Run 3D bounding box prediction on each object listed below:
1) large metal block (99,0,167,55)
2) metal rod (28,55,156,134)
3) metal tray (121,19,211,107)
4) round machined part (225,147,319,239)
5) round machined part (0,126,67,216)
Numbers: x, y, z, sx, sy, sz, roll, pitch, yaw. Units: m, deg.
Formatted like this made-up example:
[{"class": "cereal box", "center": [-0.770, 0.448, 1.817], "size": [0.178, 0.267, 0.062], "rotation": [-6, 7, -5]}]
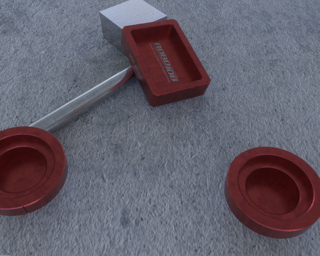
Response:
[{"class": "large metal block", "center": [-0.045, -0.174, 0.532], "size": [0.081, 0.050, 0.080], "rotation": [-32, 57, -24]}, {"class": "metal rod", "center": [-0.116, -0.027, 0.424], "size": [0.302, 0.025, 0.025], "rotation": [-37, 60, -27]}, {"class": "metal tray", "center": [0.006, -0.100, 0.459], "size": [0.091, 0.030, 0.130], "rotation": [-16, 66, -20]}, {"class": "round machined part", "center": [0.119, 0.071, 0.334], "size": [0.099, 0.042, 0.098], "rotation": [0, 50, 0]}, {"class": "round machined part", "center": [-0.153, 0.050, 0.342], "size": [0.099, 0.042, 0.098], "rotation": [4, 56, -6]}]
